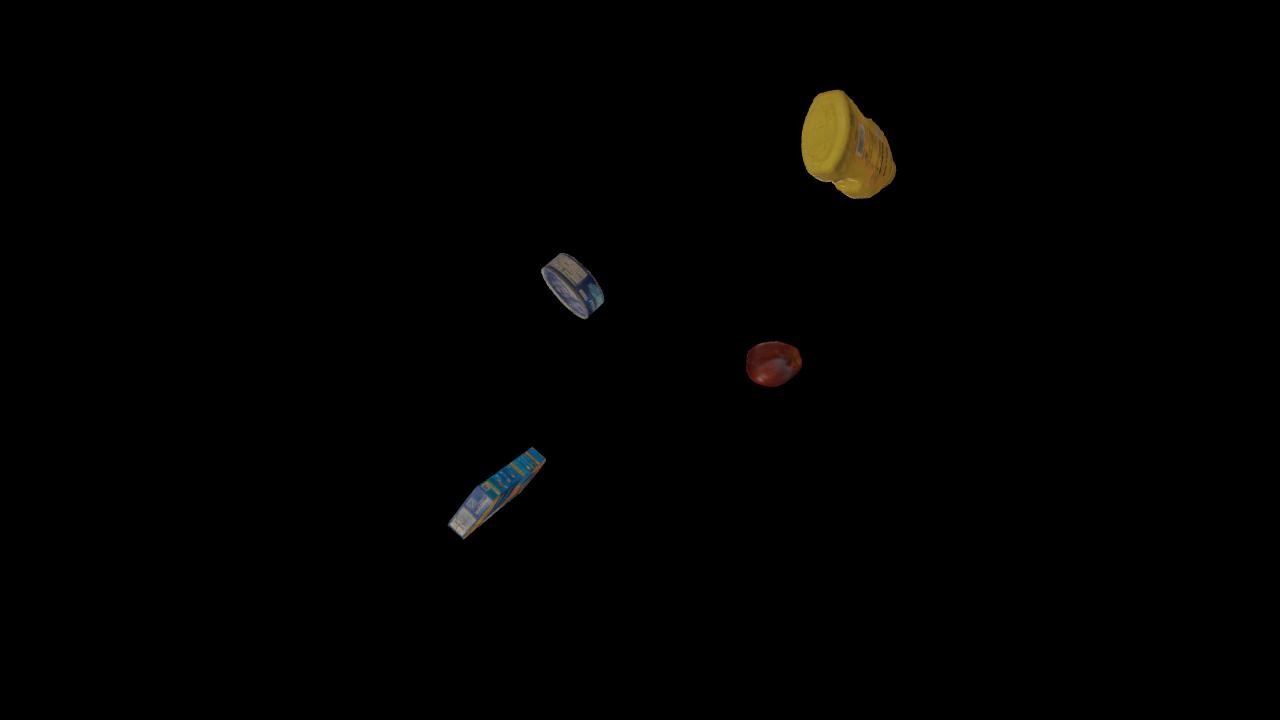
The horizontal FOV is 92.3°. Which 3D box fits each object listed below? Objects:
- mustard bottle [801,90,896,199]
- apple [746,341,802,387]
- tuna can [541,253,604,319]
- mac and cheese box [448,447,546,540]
[{"bbox_3d":[0.252,-0.235,0.712,0.054,0.092,0.184,-1,-3,41],"label":"mustard bottle"},{"bbox_3d":[0.218,0.007,1.004,0.079,0.079,0.093,0,-15,-41],"label":"apple"},{"bbox_3d":[-0.084,-0.093,0.772,0.034,0.084,0.084,-44,13,-15],"label":"tuna can"},{"bbox_3d":[-0.227,0.211,0.999,0.041,0.093,0.184,40,19,6],"label":"mac and cheese box"}]
